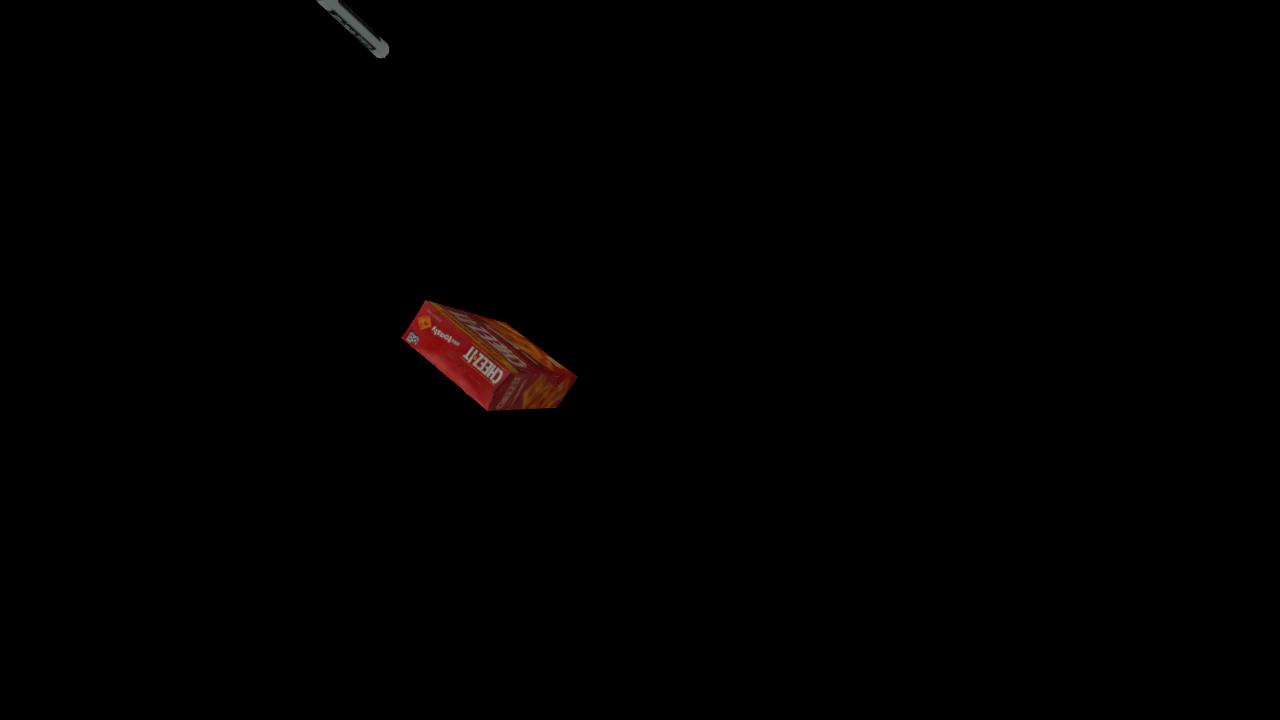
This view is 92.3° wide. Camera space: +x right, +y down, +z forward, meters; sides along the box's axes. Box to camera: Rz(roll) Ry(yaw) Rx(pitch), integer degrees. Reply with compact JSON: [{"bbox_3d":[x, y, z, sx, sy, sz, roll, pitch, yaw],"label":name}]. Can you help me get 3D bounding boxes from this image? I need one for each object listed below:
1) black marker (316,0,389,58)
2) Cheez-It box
[{"bbox_3d":[-0.293,-0.342,0.610,0.020,0.020,0.121,0,-6,13],"label":"black marker"},{"bbox_3d":[-0.208,-0.001,0.892,0.166,0.071,0.223,36,6,16],"label":"Cheez-It box"}]
